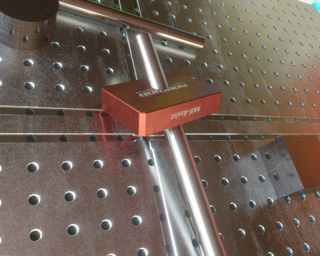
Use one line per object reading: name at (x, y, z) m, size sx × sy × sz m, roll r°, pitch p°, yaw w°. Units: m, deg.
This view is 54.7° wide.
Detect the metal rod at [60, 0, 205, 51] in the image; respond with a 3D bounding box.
metal rod at (-0.066, -0.170, 0.477) m, size 0.302 × 0.025 × 0.025 m, roll 10°, pitch 58°, yaw -23°

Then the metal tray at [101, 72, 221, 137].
metal tray at (0.003, -0.036, 0.399) m, size 0.131 × 0.030 × 0.090 m, roll -18°, pitch 35°, yaw -35°

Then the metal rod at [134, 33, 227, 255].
metal rod at (0.021, 0.016, 0.387) m, size 0.025 × 0.025 × 0.299 m, roll -9°, pitch 74°, yaw -32°

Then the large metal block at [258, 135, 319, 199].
large metal block at (0.211, 0.058, 0.473) m, size 0.081 × 0.050 × 0.080 m, roll 0°, pitch 62°, yaw -29°

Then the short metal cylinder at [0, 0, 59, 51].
short metal cylinder at (-0.173, -0.145, 0.388) m, size 0.081 × 0.050 × 0.080 m, roll 14°, pitch 56°, yaw -21°
